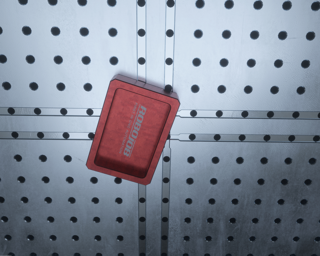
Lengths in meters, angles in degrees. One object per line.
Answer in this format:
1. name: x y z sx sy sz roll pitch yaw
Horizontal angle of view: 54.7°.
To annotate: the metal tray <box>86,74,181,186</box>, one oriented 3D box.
1. metal tray: -0.037 0.005 0.411 0.091 0.030 0.129 18 109 -7
